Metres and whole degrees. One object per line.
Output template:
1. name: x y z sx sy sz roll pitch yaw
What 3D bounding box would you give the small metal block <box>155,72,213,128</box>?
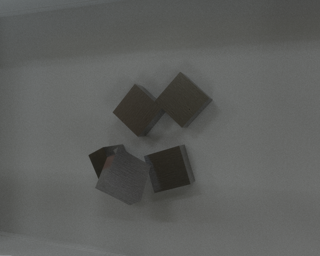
1. small metal block: 0.031 -0.036 0.400 0.050 0.025 0.050 45 104 14

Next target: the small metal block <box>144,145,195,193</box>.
1. small metal block: 0.013 0.053 0.406 0.050 0.025 0.050 -18 84 19

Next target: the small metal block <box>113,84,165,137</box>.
1. small metal block: -0.027 -0.023 0.420 0.050 0.025 0.050 43 103 15

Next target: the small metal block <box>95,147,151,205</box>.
1. small metal block: -0.044 0.060 0.382 0.050 0.050 0.025 33 140 -21

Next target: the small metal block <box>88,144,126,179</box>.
1. small metal block: -0.063 0.052 0.419 0.025 0.050 0.050 -28 81 21
